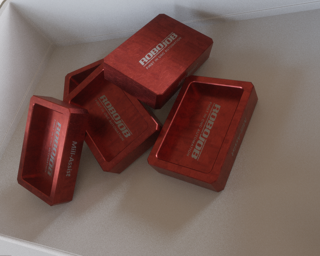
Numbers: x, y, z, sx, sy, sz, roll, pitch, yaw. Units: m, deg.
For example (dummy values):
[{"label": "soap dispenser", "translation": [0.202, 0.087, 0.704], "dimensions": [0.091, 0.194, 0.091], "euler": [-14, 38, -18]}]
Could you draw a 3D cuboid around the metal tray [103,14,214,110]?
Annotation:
[{"label": "metal tray", "translation": [0.000, -0.093, 0.412], "dimensions": [0.090, 0.030, 0.131], "euler": [33, 59, 15]}]

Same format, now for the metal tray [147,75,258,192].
[{"label": "metal tray", "translation": [0.052, 0.001, 0.371], "dimensions": [0.090, 0.030, 0.130], "euler": [13, 68, 33]}]

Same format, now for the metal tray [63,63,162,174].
[{"label": "metal tray", "translation": [-0.064, -0.016, 0.414], "dimensions": [0.090, 0.030, 0.130], "euler": [-41, 66, 8]}]

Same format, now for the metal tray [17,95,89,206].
[{"label": "metal tray", "translation": [-0.148, 0.028, 0.421], "dimensions": [0.090, 0.030, 0.129], "euler": [19, 100, 35]}]

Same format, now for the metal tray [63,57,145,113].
[{"label": "metal tray", "translation": [-0.089, -0.065, 0.485], "dimensions": [0.130, 0.030, 0.090], "euler": [-19, 54, 16]}]
